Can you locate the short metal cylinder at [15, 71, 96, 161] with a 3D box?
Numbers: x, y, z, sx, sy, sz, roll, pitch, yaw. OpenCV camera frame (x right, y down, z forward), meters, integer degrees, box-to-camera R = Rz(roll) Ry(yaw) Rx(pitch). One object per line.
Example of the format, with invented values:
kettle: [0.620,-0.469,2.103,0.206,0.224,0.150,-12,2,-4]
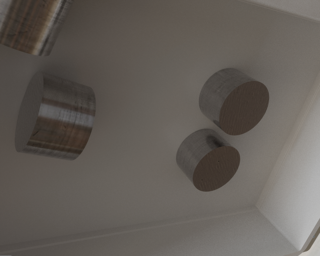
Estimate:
short metal cylinder: [-0.106,-0.011,0.309,0.050,0.080,0.080,16,110,-35]

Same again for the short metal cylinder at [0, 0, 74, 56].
short metal cylinder: [-0.117,-0.100,0.248,0.080,0.080,0.050,19,108,-36]

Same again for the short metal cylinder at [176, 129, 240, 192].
short metal cylinder: [0.071,0.048,0.463,0.081,0.050,0.079,-14,125,-21]

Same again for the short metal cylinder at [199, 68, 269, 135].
short metal cylinder: [0.101,-0.037,0.427,0.081,0.050,0.079,-14,125,-21]
